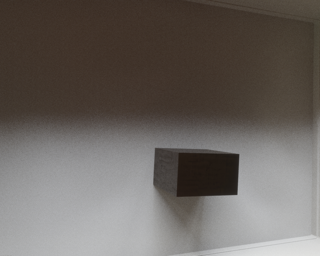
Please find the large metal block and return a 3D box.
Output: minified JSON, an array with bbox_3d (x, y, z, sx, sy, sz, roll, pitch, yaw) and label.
[{"bbox_3d":[0.044,0.054,0.399,0.081,0.080,0.050,3,89,-20],"label":"large metal block"}]
